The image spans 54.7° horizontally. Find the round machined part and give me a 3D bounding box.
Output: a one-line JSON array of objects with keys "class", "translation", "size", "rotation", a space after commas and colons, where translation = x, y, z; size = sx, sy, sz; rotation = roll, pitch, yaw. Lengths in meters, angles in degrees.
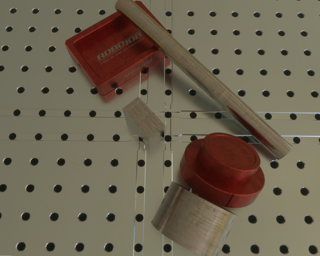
[{"class": "round machined part", "translation": [0.076, 0.042, 0.361], "size": [0.099, 0.042, 0.098], "rotation": [13, 32, -8]}]

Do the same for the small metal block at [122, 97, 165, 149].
[{"class": "small metal block", "translation": [-0.020, -0.006, 0.400], "size": [0.025, 0.050, 0.050], "rotation": [-39, 75, -13]}]

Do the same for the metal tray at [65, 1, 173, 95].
[{"class": "metal tray", "translation": [-0.057, -0.119, 0.451], "size": [0.131, 0.030, 0.090], "rotation": [-35, 74, -12]}]

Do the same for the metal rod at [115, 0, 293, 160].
[{"class": "metal rod", "translation": [0.055, -0.071, 0.416], "size": [0.300, 0.025, 0.025], "rotation": [44, 75, 5]}]

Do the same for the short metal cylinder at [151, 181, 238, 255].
[{"class": "short metal cylinder", "translation": [0.038, 0.100, 0.342], "size": [0.080, 0.080, 0.050], "rotation": [26, 84, 9]}]
